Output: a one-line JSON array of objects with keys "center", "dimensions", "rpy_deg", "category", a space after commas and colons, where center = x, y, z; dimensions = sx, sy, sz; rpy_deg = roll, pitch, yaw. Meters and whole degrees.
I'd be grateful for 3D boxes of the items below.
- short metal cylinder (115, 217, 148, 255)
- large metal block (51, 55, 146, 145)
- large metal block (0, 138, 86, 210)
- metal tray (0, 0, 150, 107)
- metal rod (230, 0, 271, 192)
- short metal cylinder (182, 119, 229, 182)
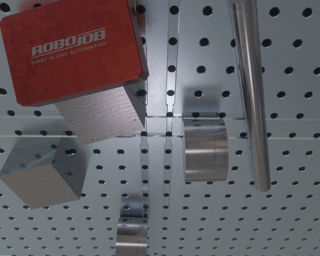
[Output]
[{"center": [-0.049, 0.198, 0.544], "dimensions": [0.050, 0.080, 0.079], "rpy_deg": [4, 130, -3], "category": "short metal cylinder"}, {"center": [-0.069, -0.033, 0.366], "dimensions": [0.080, 0.050, 0.080], "rpy_deg": [-15, 129, 12], "category": "large metal block"}, {"center": [-0.167, 0.068, 0.452], "dimensions": [0.080, 0.050, 0.080], "rpy_deg": [-14, 129, 11], "category": "large metal block"}, {"center": [-0.084, -0.078, 0.308], "dimensions": [0.131, 0.030, 0.089], "rpy_deg": [-12, 90, 10], "category": "metal tray"}, {"center": [0.122, -0.018, 0.397], "dimensions": [0.025, 0.025, 0.299], "rpy_deg": [-12, 129, 10], "category": "metal rod"}, {"center": [0.056, 0.029, 0.401], "dimensions": [0.050, 0.080, 0.079], "rpy_deg": [-2, 130, 1], "category": "short metal cylinder"}]
